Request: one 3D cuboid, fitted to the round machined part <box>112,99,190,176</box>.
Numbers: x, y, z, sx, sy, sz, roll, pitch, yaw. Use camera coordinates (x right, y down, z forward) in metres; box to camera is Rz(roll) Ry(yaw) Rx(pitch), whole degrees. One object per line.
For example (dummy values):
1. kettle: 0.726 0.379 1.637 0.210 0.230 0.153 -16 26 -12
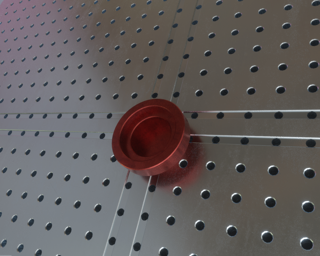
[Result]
1. round machined part: -0.008 0.015 0.391 0.098 0.042 0.098 -13 56 20
